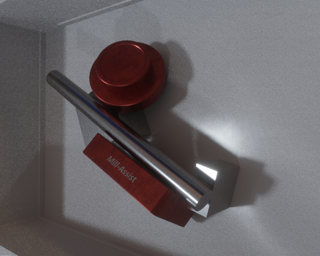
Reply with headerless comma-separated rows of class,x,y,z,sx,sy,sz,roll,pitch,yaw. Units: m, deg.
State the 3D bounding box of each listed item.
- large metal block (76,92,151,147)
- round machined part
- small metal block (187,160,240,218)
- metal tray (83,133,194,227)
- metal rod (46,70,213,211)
large metal block,-0.070,-0.013,0.443,0.080,0.050,0.080,-28,73,36
round machined part,-0.043,-0.072,0.393,0.099,0.042,0.098,-3,65,7
small metal block,0.059,0.064,0.339,0.025,0.050,0.050,19,102,38
metal tray,-0.024,0.062,0.376,0.130,0.090,0.030,33,83,34
metal rod,-0.058,-0.002,0.384,0.300,0.025,0.025,36,112,33
